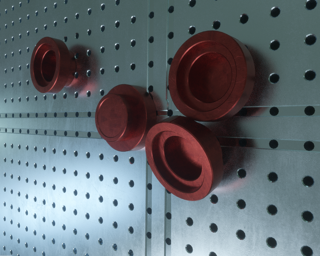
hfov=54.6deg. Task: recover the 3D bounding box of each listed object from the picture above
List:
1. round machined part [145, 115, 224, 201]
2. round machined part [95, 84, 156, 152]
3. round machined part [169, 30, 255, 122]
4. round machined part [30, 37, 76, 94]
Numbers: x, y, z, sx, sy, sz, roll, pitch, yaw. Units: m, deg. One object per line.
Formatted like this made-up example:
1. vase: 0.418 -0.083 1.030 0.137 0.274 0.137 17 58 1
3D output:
1. round machined part: 0.032 0.031 0.359 0.098 0.042 0.097 24 127 36
2. round machined part: -0.056 -0.014 0.446 0.098 0.042 0.097 0 90 40
3. round machined part: 0.061 -0.056 0.349 0.098 0.042 0.097 0 90 40
4. round machined part: -0.188 -0.110 0.556 0.098 0.042 0.097 0 90 40
